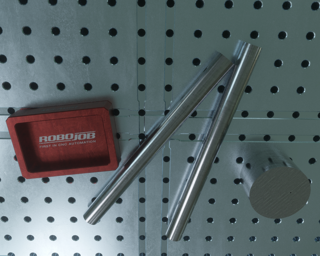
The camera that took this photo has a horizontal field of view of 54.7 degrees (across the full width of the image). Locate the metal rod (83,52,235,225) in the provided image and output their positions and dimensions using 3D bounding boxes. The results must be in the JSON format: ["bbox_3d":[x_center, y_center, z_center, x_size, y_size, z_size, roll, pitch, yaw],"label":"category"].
[{"bbox_3d":[-0.010,0.024,0.422,0.025,0.025,0.299,37,106,-13],"label":"metal rod"}]

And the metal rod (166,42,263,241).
[{"bbox_3d":[0.067,0.032,0.426,0.025,0.025,0.298,17,109,-7],"label":"metal rod"}]

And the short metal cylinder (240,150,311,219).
[{"bbox_3d":[0.158,0.078,0.431,0.081,0.050,0.079,0,110,-1],"label":"short metal cylinder"}]

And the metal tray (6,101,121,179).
[{"bbox_3d":[-0.125,0.017,0.415,0.131,0.030,0.089,-6,110,1],"label":"metal tray"}]
